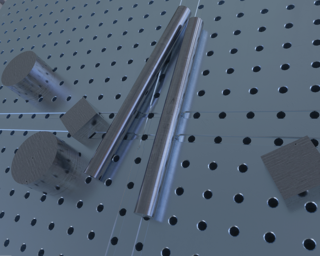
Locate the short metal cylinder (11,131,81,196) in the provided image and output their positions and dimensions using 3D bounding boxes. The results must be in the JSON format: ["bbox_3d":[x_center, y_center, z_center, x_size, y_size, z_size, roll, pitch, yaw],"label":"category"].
[{"bbox_3d":[-0.164,0.051,0.447,0.080,0.050,0.080,-13,56,21],"label":"short metal cylinder"}]

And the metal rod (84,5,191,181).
[{"bbox_3d":[-0.026,-0.062,0.459,0.025,0.025,0.300,15,69,34],"label":"metal rod"}]

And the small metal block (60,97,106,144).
[{"bbox_3d":[-0.119,-0.012,0.479,0.050,0.025,0.050,-43,51,-2],"label":"small metal block"}]

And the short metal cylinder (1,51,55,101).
[{"bbox_3d":[-0.247,-0.097,0.582,0.080,0.050,0.080,-13,56,21],"label":"short metal cylinder"}]

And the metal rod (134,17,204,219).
[{"bbox_3d":[0.018,-0.031,0.417,0.025,0.025,0.300,1,62,29],"label":"metal rod"}]

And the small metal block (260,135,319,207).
[{"bbox_3d":[0.137,0.043,0.310,0.050,0.025,0.050,-27,52,11],"label":"small metal block"}]
